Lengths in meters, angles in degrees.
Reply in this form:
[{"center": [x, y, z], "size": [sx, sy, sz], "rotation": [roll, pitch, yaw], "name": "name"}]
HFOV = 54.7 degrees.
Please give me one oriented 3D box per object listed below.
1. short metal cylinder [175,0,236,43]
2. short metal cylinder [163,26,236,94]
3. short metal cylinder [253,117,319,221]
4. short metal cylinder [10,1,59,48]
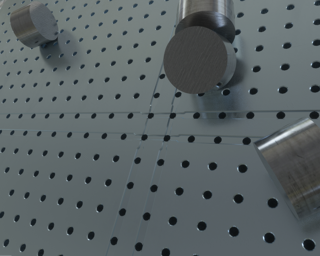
[{"center": [0.062, -0.145, 0.429], "size": [0.080, 0.080, 0.050], "rotation": [-9, 56, 23], "name": "short metal cylinder"}, {"center": [0.051, -0.084, 0.393], "size": [0.080, 0.050, 0.079], "rotation": [4, 100, 24], "name": "short metal cylinder"}, {"center": [0.128, 0.036, 0.283], "size": [0.050, 0.080, 0.080], "rotation": [-29, 52, 10], "name": "short metal cylinder"}, {"center": [-0.257, -0.212, 0.638], "size": [0.050, 0.080, 0.080], "rotation": [-14, 56, 20], "name": "short metal cylinder"}]
